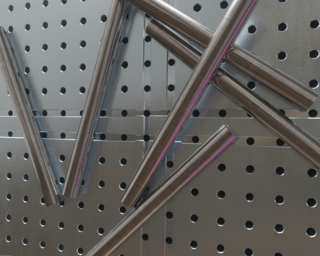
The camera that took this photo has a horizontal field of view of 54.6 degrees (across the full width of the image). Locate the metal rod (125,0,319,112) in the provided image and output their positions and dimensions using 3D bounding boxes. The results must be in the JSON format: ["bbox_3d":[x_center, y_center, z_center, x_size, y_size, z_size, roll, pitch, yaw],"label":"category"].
[{"bbox_3d":[0.052,-0.114,0.381,0.300,0.025,0.025,35,101,11],"label":"metal rod"}]

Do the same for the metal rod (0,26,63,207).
[{"bbox_3d":[-0.213,-0.023,0.488,0.025,0.025,0.299,-24,82,18],"label":"metal rod"}]

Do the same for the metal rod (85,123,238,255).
[{"bbox_3d":[-0.015,0.107,0.418,0.299,0.025,0.025,-45,76,14],"label":"metal rod"}]

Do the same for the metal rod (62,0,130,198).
[{"bbox_3d":[-0.092,-0.044,0.445,0.025,0.025,0.298,18,96,19],"label":"metal rod"}]

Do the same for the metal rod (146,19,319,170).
[{"bbox_3d":[0.098,-0.041,0.378,0.300,0.025,0.025,41,103,15],"label":"metal rod"}]

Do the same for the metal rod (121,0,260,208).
[{"bbox_3d":[0.027,-0.021,0.379,0.025,0.025,0.298,35,110,16],"label":"metal rod"}]
